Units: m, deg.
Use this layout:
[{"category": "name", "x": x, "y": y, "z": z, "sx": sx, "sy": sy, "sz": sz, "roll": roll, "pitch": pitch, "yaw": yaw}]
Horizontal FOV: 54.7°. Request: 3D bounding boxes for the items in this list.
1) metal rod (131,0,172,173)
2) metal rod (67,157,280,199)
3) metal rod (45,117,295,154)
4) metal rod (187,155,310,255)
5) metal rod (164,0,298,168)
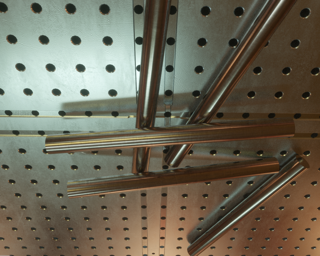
[{"category": "metal rod", "x": -0.014, "y": -0.041, "z": 0.376, "sx": 0.025, "sy": 0.025, "sz": 0.298, "roll": 5, "pitch": 130, "yaw": -5}, {"category": "metal rod", "x": 0.023, "y": 0.071, "z": 0.447, "sx": 0.302, "sy": 0.025, "sz": 0.025, "roll": -6, "pitch": 131, "yaw": -6}, {"category": "metal rod", "x": 0.010, "y": 0.010, "z": 0.385, "sx": 0.302, "sy": 0.025, "sz": 0.025, "roll": -4, "pitch": 130, "yaw": 3}, {"category": "metal rod", "x": 0.138, "y": 0.149, "z": 0.540, "sx": 0.025, "sy": 0.025, "sz": 0.298, "roll": 23, "pitch": 126, "yaw": -19}, {"category": "metal rod", "x": 0.079, "y": -0.056, "z": 0.365, "sx": 0.025, "sy": 0.025, "sz": 0.298, "roll": 19, "pitch": 128, "yaw": -16}]
